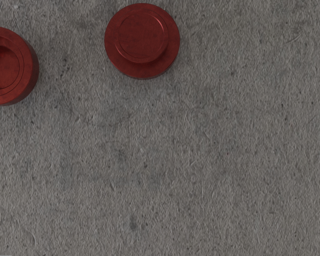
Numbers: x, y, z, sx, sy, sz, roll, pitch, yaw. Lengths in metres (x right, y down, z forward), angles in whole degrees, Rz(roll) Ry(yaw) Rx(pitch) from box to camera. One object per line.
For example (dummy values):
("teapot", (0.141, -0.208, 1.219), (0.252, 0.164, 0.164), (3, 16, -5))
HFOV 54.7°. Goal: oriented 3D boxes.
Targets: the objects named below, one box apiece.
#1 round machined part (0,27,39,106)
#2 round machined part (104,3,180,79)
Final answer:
("round machined part", (-0.205, -0.077, 0.400), (0.099, 0.042, 0.097), (0, 90, 0))
("round machined part", (-0.023, -0.114, 0.401), (0.099, 0.042, 0.097), (0, 90, 0))
